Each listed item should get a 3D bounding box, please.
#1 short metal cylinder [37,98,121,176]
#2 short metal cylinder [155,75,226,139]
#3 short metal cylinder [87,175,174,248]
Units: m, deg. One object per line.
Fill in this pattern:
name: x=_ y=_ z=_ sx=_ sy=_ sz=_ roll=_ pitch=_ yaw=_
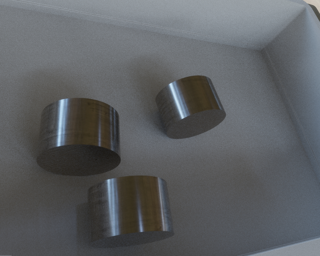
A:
short metal cylinder: x=-0.082 y=0.012 z=0.320 sx=0.081 sy=0.080 sz=0.050 roll=8 pitch=58 yaw=-25
short metal cylinder: x=0.040 y=-0.025 z=0.409 sx=0.081 sy=0.080 sz=0.050 roll=-5 pitch=64 yaw=-31
short metal cylinder: x=-0.029 y=0.084 z=0.304 sx=0.081 sy=0.080 sz=0.050 roll=6 pitch=59 yaw=-26
